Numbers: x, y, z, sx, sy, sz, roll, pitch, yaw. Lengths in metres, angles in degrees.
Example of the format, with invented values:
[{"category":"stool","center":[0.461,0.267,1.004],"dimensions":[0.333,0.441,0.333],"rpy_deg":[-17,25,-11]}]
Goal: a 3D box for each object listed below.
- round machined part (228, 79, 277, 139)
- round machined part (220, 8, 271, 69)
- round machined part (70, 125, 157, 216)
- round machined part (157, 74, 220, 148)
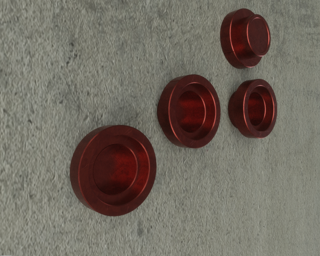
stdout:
[{"category":"round machined part","center":[0.152,-0.031,0.521],"dimensions":[0.099,0.042,0.097],"rpy_deg":[0,90,-40]},{"category":"round machined part","center":[0.148,-0.150,0.517],"dimensions":[0.099,0.042,0.097],"rpy_deg":[0,90,-40]},{"category":"round machined part","center":[-0.055,0.045,0.348],"dimensions":[0.099,0.042,0.097],"rpy_deg":[0,90,-40]},{"category":"round machined part","center":[0.035,-0.022,0.423],"dimensions":[0.099,0.042,0.097],"rpy_deg":[0,90,-40]}]
